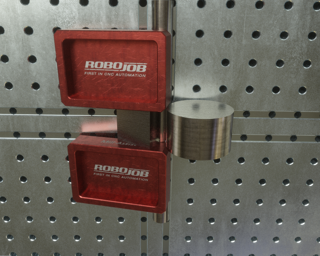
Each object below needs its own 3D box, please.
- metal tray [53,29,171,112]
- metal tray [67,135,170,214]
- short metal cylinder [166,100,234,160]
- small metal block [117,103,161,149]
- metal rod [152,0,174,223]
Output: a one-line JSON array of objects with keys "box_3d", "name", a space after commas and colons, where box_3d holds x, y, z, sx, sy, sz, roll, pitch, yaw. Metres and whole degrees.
[{"box_3d": [-0.054, -0.069, 0.366, 0.131, 0.030, 0.089, 4, 111, 11], "name": "metal tray"}, {"box_3d": [-0.053, 0.061, 0.414, 0.131, 0.030, 0.089, 5, 111, 11], "name": "metal tray"}, {"box_3d": [0.048, 0.000, 0.381, 0.081, 0.080, 0.050, 0, 110, 0], "name": "short metal cylinder"}, {"box_3d": [-0.027, -0.006, 0.396, 0.050, 0.025, 0.050, 13, 113, 29], "name": "small metal block"}, {"box_3d": [0.002, -0.007, 0.406, 0.025, 0.025, 0.298, 0, 110, 0], "name": "metal rod"}]
